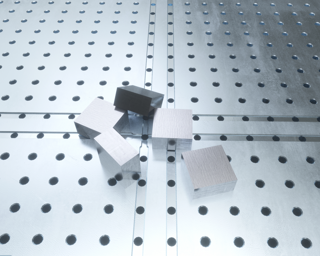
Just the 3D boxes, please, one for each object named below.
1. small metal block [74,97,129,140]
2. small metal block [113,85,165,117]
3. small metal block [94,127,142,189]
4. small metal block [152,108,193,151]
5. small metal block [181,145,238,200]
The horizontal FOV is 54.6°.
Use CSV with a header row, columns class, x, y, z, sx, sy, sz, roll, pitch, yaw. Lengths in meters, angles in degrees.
class,x,y,z,sx,sy,sz,roll,pitch,yaw
small metal block,-0.077,-0.009,0.415,0.050,0.025,0.050,22,53,17
small metal block,-0.028,-0.039,0.424,0.050,0.025,0.050,18,16,15
small metal block,-0.048,0.035,0.362,0.025,0.050,0.050,-35,58,-25
small metal block,0.016,0.001,0.407,0.050,0.025,0.050,3,50,2
small metal block,0.056,0.051,0.365,0.050,0.025,0.050,-10,51,-9
